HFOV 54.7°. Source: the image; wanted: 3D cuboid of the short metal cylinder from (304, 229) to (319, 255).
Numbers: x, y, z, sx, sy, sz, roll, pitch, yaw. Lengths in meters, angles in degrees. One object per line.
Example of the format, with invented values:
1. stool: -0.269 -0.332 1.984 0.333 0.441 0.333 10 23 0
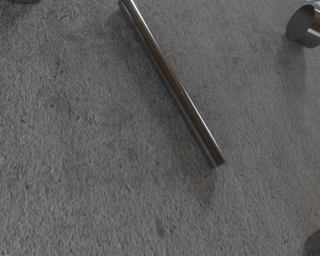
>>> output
1. short metal cylinder: 0.239 0.157 0.401 0.081 0.080 0.050 -21 73 -36

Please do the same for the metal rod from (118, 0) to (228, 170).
1. metal rod: 0.012 -0.076 0.456 0.025 0.025 0.299 -17 71 -35

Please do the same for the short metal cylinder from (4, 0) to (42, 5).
1. short metal cylinder: -0.191 -0.214 0.415 0.081 0.050 0.080 14 56 -21

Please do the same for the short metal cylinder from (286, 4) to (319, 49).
1. short metal cylinder: 0.325 -0.222 0.679 0.050 0.080 0.080 17 55 -19
